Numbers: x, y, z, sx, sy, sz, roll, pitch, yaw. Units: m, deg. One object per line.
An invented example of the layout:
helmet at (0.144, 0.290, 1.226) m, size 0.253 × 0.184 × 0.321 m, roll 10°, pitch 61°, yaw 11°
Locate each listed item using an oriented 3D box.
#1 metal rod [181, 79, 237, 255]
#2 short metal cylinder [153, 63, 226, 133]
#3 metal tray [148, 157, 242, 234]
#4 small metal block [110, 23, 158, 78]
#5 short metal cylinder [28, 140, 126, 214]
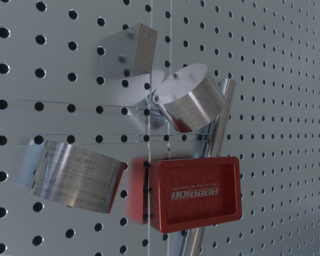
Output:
metal rod at (0.074, 0.067, 0.471) m, size 0.025 × 0.025 × 0.299 m, roll 24°, pitch 75°, yaw -38°
short metal cylinder at (0.038, -0.040, 0.405) m, size 0.080 × 0.080 × 0.050 m, roll -53°, pitch 121°, yaw -27°
metal tray at (0.051, 0.087, 0.425) m, size 0.131 × 0.030 × 0.089 m, roll 0°, pitch 86°, yaw -27°
small metal block at (-0.032, -0.090, 0.366) m, size 0.025 × 0.050 × 0.050 m, roll 14°, pitch 81°, yaw -39°
short metal cylinder at (-0.080, 0.049, 0.306) m, size 0.080 × 0.080 × 0.050 m, roll 26°, pitch 74°, yaw -37°
